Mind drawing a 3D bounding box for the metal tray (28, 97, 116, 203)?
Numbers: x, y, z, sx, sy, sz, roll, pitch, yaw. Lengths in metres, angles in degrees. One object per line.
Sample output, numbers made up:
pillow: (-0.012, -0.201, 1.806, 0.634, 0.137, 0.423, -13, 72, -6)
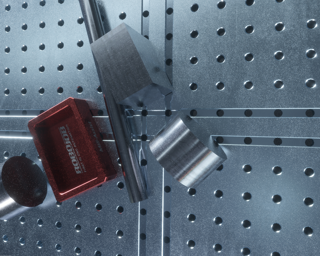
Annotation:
metal tray: (-0.130, 0.031, 0.454, 0.090, 0.030, 0.129, -27, 82, 17)

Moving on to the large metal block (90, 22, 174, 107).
large metal block: (-0.032, -0.075, 0.394, 0.050, 0.080, 0.080, -28, 81, 18)

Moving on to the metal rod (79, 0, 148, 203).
metal rod: (-0.067, -0.045, 0.434, 0.025, 0.025, 0.298, -17, 85, 19)

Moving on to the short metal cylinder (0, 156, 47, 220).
short metal cylinder: (-0.216, 0.088, 0.458, 0.050, 0.080, 0.080, -28, 81, 18)

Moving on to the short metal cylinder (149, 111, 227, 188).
short metal cylinder: (0.033, 0.025, 0.371, 0.050, 0.080, 0.080, -46, 76, 14)
